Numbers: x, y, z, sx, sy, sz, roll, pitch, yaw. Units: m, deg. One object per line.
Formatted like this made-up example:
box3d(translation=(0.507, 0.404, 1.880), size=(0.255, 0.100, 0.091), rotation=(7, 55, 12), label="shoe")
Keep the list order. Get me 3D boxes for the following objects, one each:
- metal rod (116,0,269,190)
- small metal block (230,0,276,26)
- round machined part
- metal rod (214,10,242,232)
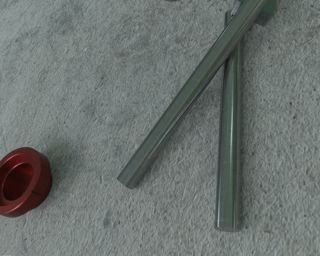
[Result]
box3d(translation=(0.044, -0.052, 0.388), size=(0.025, 0.025, 0.299), rotation=(34, 88, 38), label="metal rod")
box3d(translation=(0.131, -0.176, 0.427), size=(0.050, 0.025, 0.050), rotation=(20, 68, -2), label="small metal block")
box3d(translation=(-0.196, 0.080, 0.444), size=(0.098, 0.042, 0.098), rotation=(-13, 56, 20), label="round machined part")
box3d(translation=(0.086, -0.030, 0.376), size=(0.025, 0.025, 0.299), rotation=(-6, 59, 25), label="metal rod")
